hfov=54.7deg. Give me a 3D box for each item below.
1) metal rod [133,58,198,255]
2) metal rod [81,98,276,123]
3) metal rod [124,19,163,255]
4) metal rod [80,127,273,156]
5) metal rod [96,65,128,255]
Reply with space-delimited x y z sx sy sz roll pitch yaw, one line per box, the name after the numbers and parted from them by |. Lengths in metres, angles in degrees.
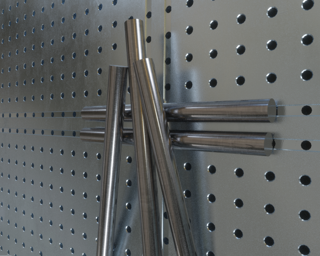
0.012 0.065 0.373 0.025 0.025 0.298 -14 89 39 | metal rod
-0.002 -0.020 0.410 0.300 0.025 0.025 1 91 39 | metal rod
-0.021 0.011 0.393 0.025 0.025 0.298 -8 85 39 | metal rod
-0.005 0.014 0.412 0.300 0.025 0.025 1 91 39 | metal rod
-0.070 0.062 0.441 0.025 0.025 0.298 18 108 38 | metal rod
